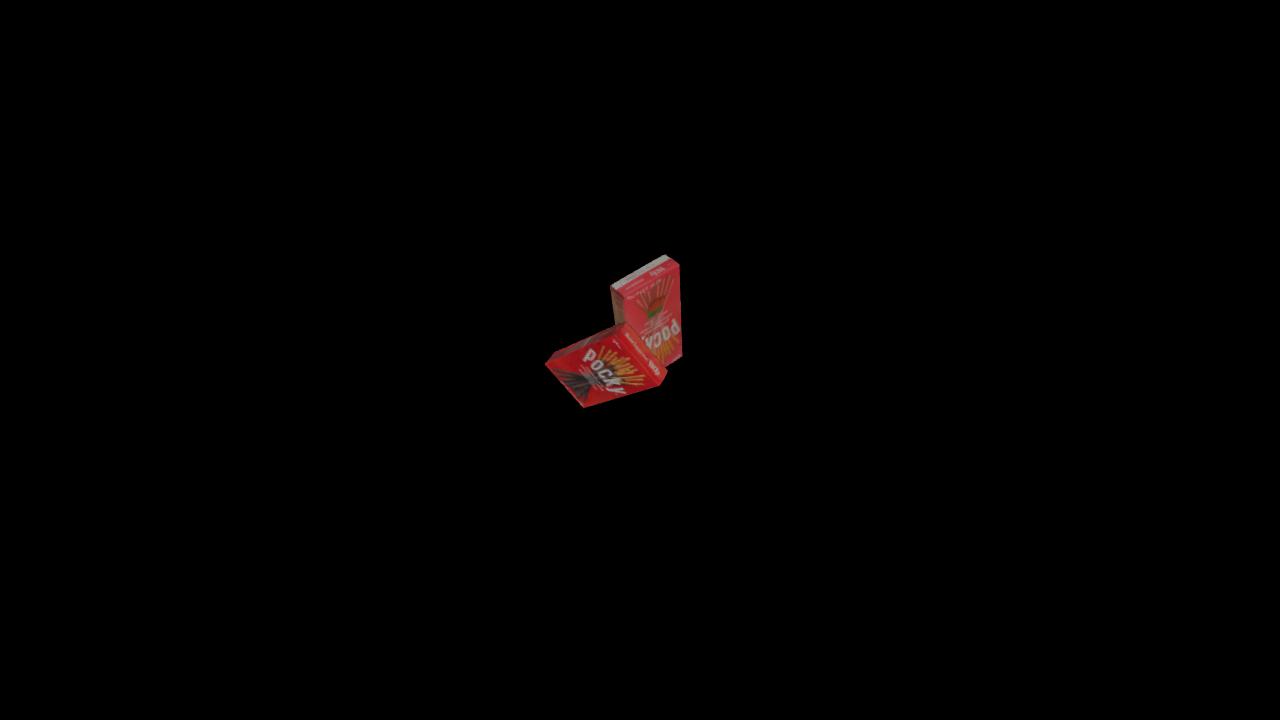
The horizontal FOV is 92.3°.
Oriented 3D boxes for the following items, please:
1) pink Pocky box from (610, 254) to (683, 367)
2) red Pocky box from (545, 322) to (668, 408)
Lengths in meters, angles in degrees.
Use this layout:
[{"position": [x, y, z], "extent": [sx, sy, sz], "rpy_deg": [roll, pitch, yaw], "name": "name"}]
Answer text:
[{"position": [0.011, -0.043, 0.738], "extent": [0.084, 0.155, 0.029], "rpy_deg": [-32, 52, -24], "name": "pink Pocky box"}, {"position": [-0.045, 0.010, 0.748], "extent": [0.155, 0.083, 0.028], "rpy_deg": [-20, 25, 48], "name": "red Pocky box"}]
